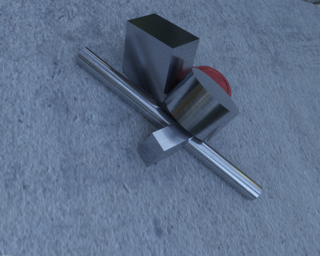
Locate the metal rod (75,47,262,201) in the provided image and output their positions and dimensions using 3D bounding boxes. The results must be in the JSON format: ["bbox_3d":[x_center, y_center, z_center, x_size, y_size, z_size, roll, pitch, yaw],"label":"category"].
[{"bbox_3d":[0.014,-0.004,0.417,0.300,0.025,0.025,39,51,-3],"label":"metal rod"}]

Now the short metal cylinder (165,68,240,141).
[{"bbox_3d":[0.053,-0.030,0.390,0.080,0.050,0.080,36,24,-19],"label":"short metal cylinder"}]

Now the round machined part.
[{"bbox_3d":[0.067,-0.054,0.465,0.099,0.042,0.098,14,56,-21],"label":"round machined part"}]

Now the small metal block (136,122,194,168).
[{"bbox_3d":[0.006,0.020,0.383,0.050,0.050,0.025,-23,74,-37],"label":"small metal block"}]

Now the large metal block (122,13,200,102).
[{"bbox_3d":[-0.002,-0.095,0.415,0.080,0.079,0.050,38,48,26],"label":"large metal block"}]
